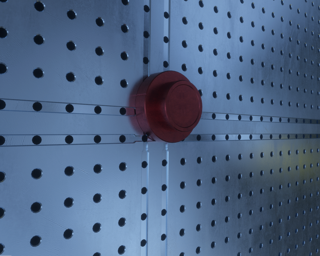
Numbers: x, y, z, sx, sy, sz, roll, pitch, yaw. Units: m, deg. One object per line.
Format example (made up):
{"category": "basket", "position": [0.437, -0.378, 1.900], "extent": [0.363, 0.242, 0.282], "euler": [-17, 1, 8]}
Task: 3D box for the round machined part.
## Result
{"category": "round machined part", "position": [0.019, -0.029, 0.416], "extent": [0.099, 0.042, 0.097], "euler": [0, 90, -40]}
